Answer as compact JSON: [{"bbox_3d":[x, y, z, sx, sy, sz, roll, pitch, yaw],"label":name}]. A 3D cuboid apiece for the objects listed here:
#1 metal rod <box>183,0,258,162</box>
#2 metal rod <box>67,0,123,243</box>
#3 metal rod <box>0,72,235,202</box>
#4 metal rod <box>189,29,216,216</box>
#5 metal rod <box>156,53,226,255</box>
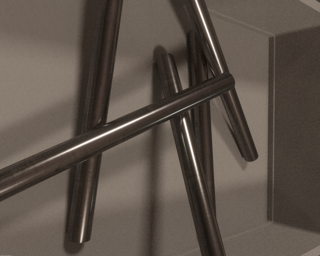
[{"bbox_3d":[0.099,-0.061,0.467,0.025,0.025,0.299,-49,127,-29],"label":"metal rod"},{"bbox_3d":[-0.067,-0.028,0.330,0.025,0.025,0.298,7,93,-40],"label":"metal rod"},{"bbox_3d":[-0.030,-0.003,0.328,0.302,0.025,0.025,-26,107,-30],"label":"metal rod"},{"bbox_3d":[0.064,0.006,0.463,0.025,0.025,0.298,-7,94,-40],"label":"metal rod"},{"bbox_3d":[0.037,0.043,0.363,0.025,0.025,0.299,7,62,-40],"label":"metal rod"}]
